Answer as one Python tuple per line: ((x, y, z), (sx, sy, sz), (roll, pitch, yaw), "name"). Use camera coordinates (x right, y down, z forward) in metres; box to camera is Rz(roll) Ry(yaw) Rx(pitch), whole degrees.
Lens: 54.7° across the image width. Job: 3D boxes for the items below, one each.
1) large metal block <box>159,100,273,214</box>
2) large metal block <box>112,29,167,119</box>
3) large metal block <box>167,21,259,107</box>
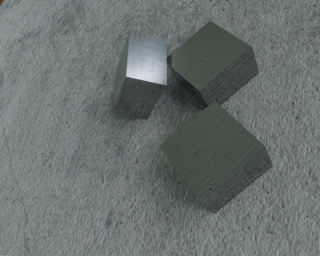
((0.060, 0.031, 0.337), (0.080, 0.050, 0.080), (-40, 51, 1), "large metal block")
((-0.028, -0.070, 0.419), (0.050, 0.080, 0.080), (10, 57, -16), "large metal block")
((0.066, -0.080, 0.402), (0.080, 0.050, 0.080), (-41, 51, 0), "large metal block")
